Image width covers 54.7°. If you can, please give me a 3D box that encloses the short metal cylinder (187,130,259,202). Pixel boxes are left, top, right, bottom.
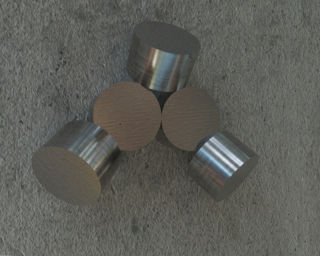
[{"bbox_3d":[0.082,0.050,0.405,0.080,0.080,0.050,-39,61,-16],"label":"short metal cylinder"}]

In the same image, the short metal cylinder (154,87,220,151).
[{"bbox_3d":[0.031,-0.011,0.408,0.081,0.050,0.080,0,90,-20],"label":"short metal cylinder"}]

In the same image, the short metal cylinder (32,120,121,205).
[{"bbox_3d":[-0.090,0.038,0.341,0.080,0.080,0.050,48,35,-14],"label":"short metal cylinder"}]

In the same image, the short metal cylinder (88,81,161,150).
[{"bbox_3d":[-0.045,-0.014,0.380,0.081,0.050,0.080,0,90,-20],"label":"short metal cylinder"}]

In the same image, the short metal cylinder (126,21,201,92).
[{"bbox_3d":[0.003,-0.088,0.376,0.081,0.080,0.050,2,132,-20],"label":"short metal cylinder"}]
